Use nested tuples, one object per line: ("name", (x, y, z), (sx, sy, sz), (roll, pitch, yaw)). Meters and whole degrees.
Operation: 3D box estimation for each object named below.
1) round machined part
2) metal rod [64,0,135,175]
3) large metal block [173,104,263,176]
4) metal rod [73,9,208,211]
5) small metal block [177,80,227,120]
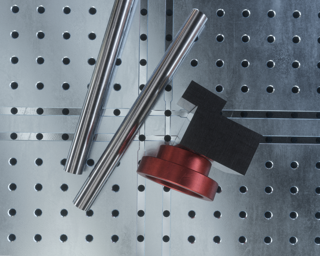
("round machined part", (0.025, 0.052, 0.379), (0.098, 0.098, 0.042), (22, 76, -1))
("metal rod", (-0.072, -0.085, 0.412), (0.025, 0.025, 0.298), (17, 90, -1))
("large metal block", (0.066, 0.017, 0.384), (0.080, 0.080, 0.050), (27, 83, -1))
("metal rod", (-0.026, -0.024, 0.413), (0.025, 0.025, 0.299), (32, 90, -1))
("small metal block", (0.052, -0.033, 0.400), (0.050, 0.050, 0.025), (32, 84, -1))
